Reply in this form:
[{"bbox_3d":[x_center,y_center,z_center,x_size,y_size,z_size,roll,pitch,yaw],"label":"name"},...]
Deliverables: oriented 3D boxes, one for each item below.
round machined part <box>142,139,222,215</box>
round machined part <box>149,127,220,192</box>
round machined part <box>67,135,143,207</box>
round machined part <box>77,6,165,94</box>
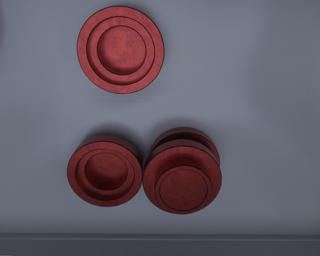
[{"bbox_3d":[0.027,0.067,0.383,0.099,0.042,0.097,0,110,-1],"label":"round machined part"},{"bbox_3d":[0.033,0.051,0.422,0.099,0.042,0.097,0,110,-1],"label":"round machined part"},{"bbox_3d":[-0.072,0.055,0.421,0.099,0.042,0.097,0,110,-1],"label":"round machined part"},{"bbox_3d":[-0.044,-0.092,0.368,0.099,0.042,0.097,0,110,-1],"label":"round machined part"}]
